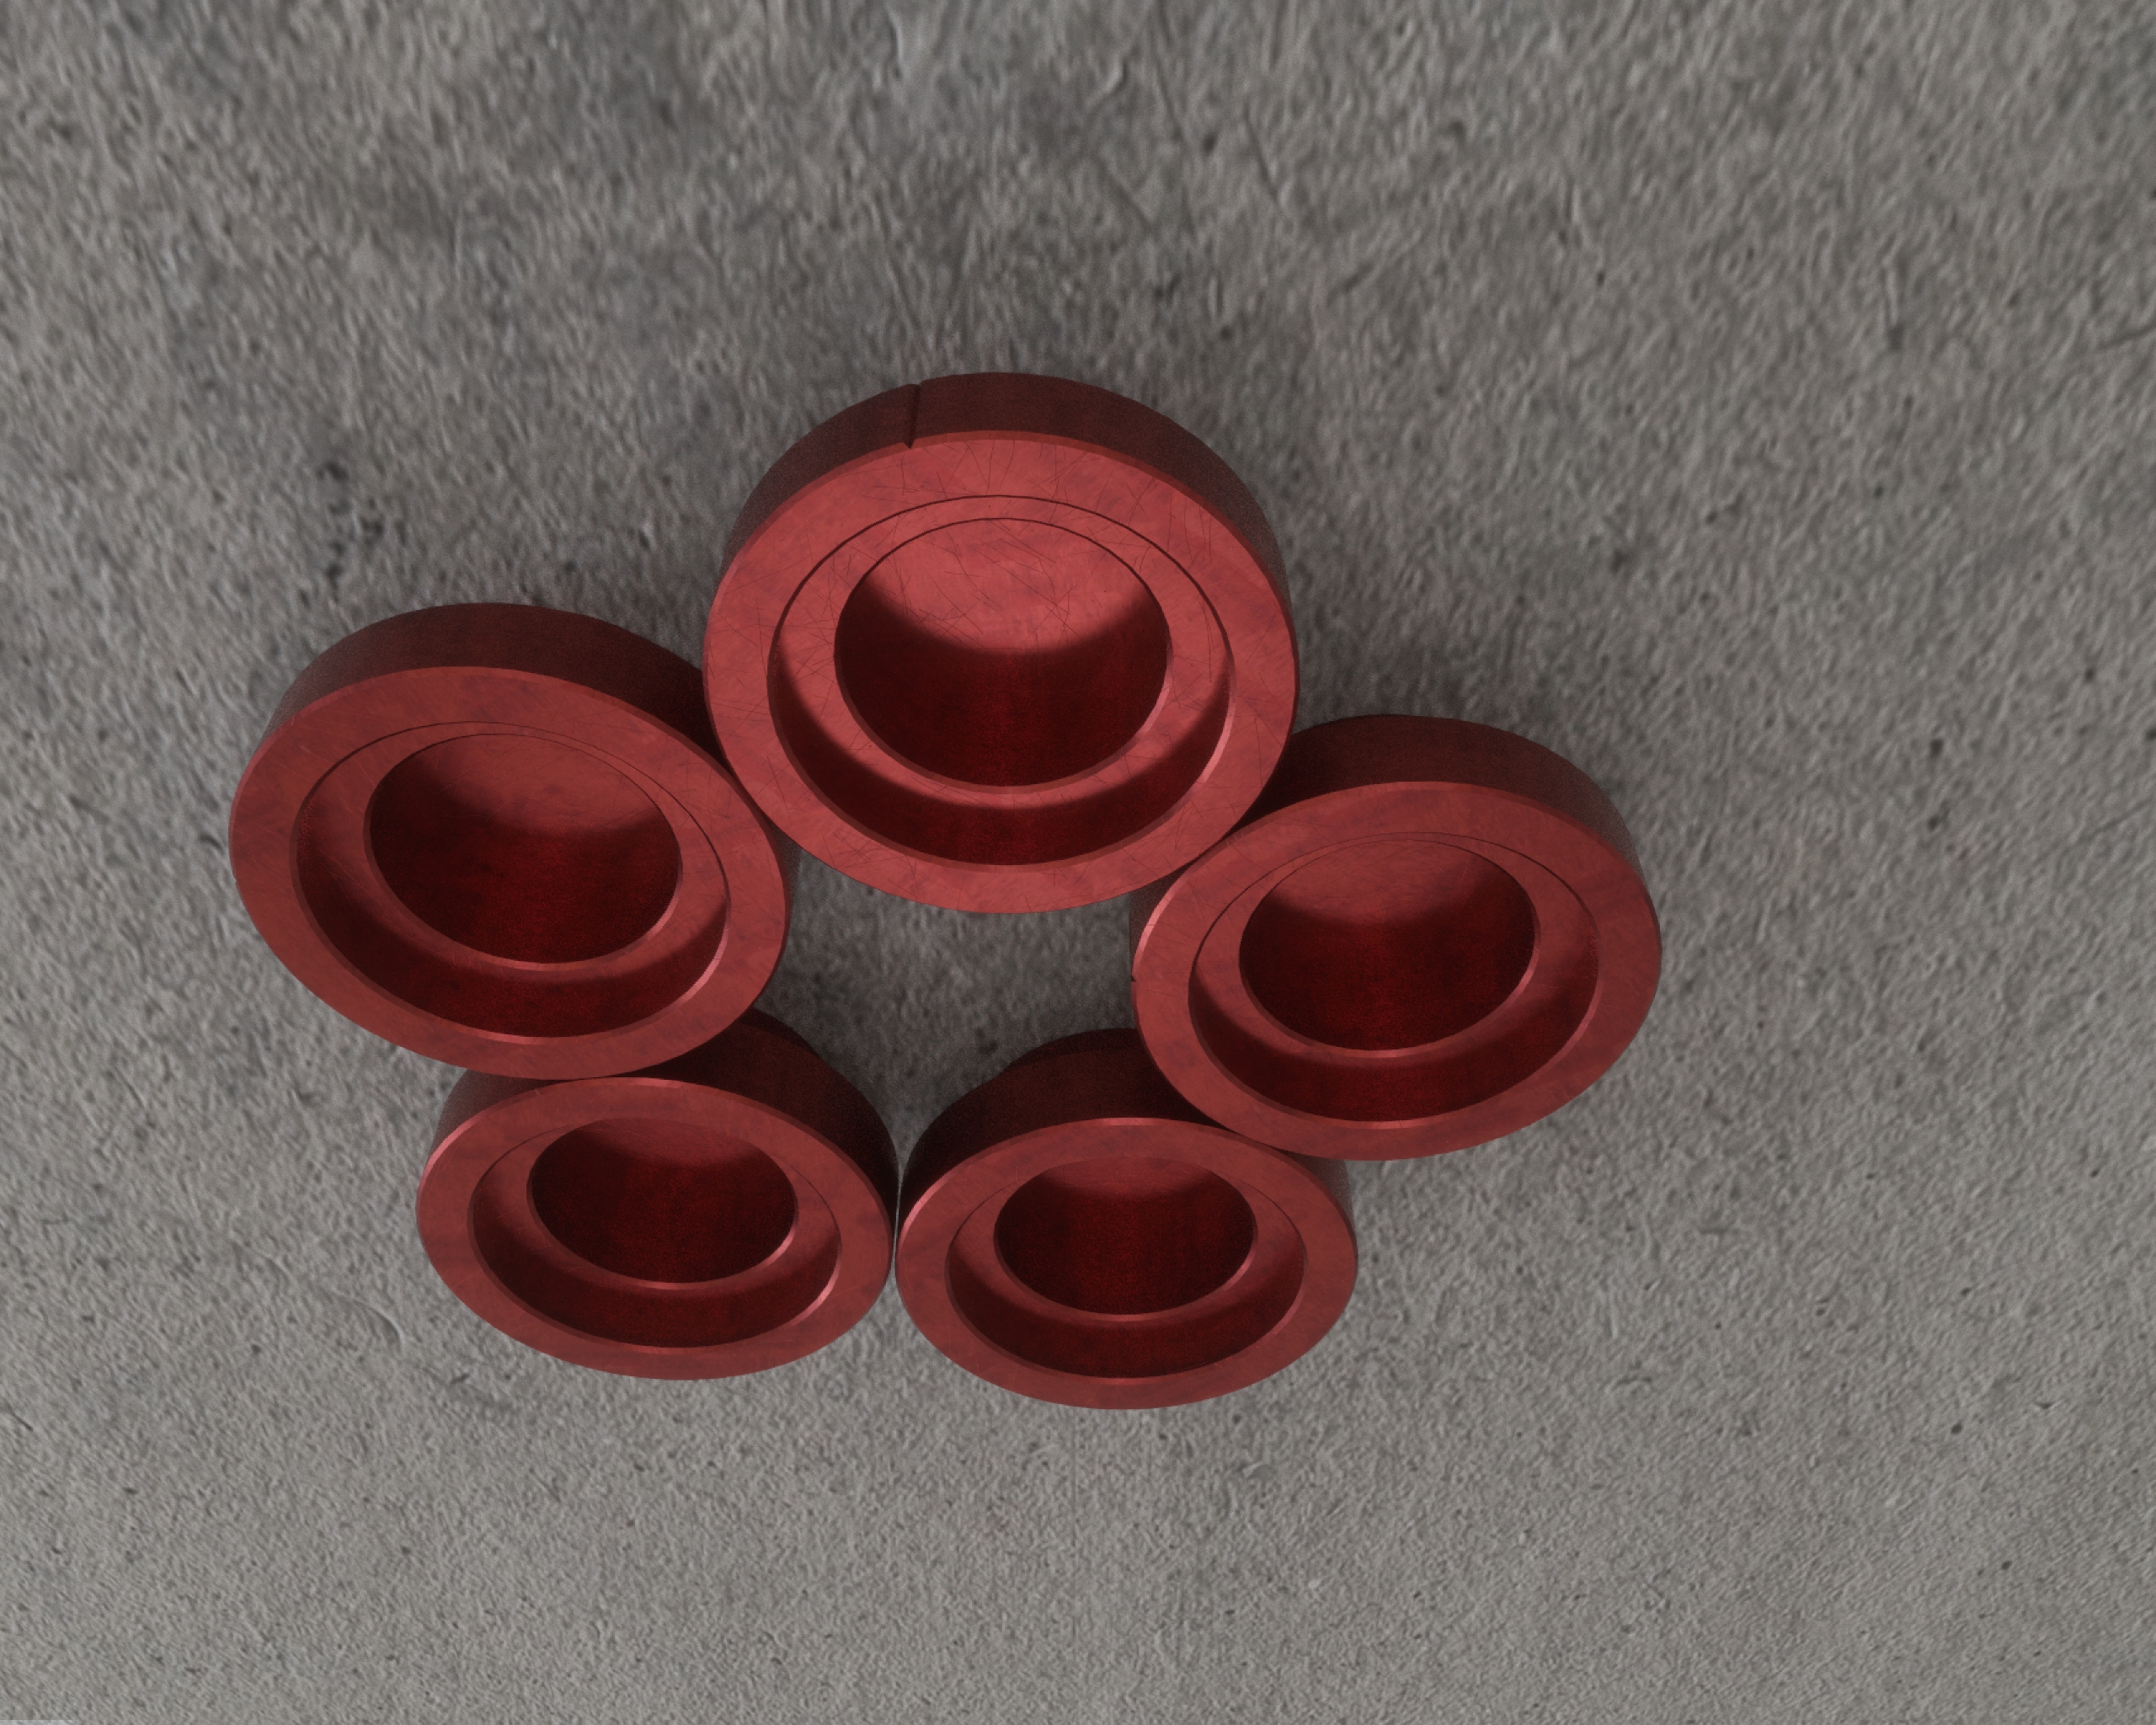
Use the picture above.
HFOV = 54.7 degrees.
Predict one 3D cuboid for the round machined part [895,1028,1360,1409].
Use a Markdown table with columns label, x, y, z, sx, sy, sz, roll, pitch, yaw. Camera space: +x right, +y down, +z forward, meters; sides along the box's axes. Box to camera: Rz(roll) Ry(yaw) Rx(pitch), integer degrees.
| label | x | y | z | sx | sy | sz | roll | pitch | yaw |
| --- | --- | --- | --- | --- | --- | --- | --- | --- | --- |
| round machined part | 0.011 | 0.074 | 0.459 | 0.099 | 0.042 | 0.097 | 0 | 130 | 0 |

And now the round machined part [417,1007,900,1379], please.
| label | x | y | z | sx | sy | sz | roll | pitch | yaw |
| --- | --- | --- | --- | --- | --- | --- | --- | --- | --- |
| round machined part | -0.088 | 0.066 | 0.451 | 0.099 | 0.042 | 0.097 | 0 | 130 | 0 |

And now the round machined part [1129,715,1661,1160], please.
| label | x | y | z | sx | sy | sz | roll | pitch | yaw |
| --- | --- | --- | --- | --- | --- | --- | --- | --- | --- |
| round machined part | 0.059 | 0.010 | 0.405 | 0.099 | 0.042 | 0.097 | 0 | 130 | 0 |

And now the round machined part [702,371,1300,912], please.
| label | x | y | z | sx | sy | sz | roll | pitch | yaw |
| --- | --- | --- | --- | --- | --- | --- | --- | --- | --- |
| round machined part | -0.013 | -0.041 | 0.361 | 0.099 | 0.042 | 0.097 | 0 | 130 | 0 |

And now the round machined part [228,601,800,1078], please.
| label | x | y | z | sx | sy | sz | roll | pitch | yaw |
| --- | --- | --- | --- | --- | --- | --- | --- | --- | --- |
| round machined part | -0.101 | -0.008 | 0.388 | 0.099 | 0.042 | 0.097 | 0 | 130 | 0 |
